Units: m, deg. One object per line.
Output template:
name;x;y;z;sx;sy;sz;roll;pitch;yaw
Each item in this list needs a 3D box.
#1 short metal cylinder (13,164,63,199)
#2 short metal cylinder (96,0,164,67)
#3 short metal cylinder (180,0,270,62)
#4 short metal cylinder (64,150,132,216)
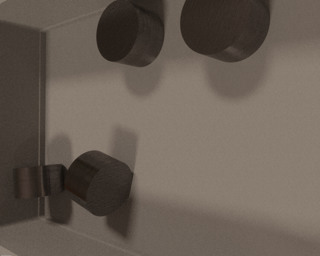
short metal cylinder;-0.213;0.092;0.543;0.080;0.081;0.050;-8;85;39
short metal cylinder;-0.041;-0.127;0.422;0.080;0.050;0.079;0;90;39
short metal cylinder;0.069;-0.114;0.332;0.080;0.050;0.079;0;90;39
short metal cylinder;-0.086;0.077;0.440;0.050;0.081;0.079;19;102;38
